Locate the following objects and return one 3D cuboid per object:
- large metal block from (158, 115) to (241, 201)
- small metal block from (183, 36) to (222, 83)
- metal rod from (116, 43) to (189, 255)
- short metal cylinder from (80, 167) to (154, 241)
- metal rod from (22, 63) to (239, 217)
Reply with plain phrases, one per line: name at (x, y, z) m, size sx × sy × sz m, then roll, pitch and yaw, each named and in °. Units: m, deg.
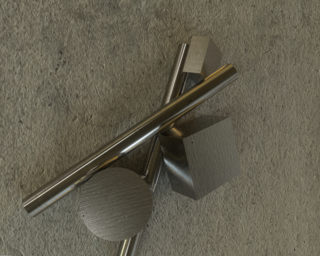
large metal block at (0.053, 0.034, 0.401) m, size 0.081 × 0.050 × 0.080 m, roll -23°, pitch 107°, yaw -31°
small metal block at (0.058, -0.089, 0.419) m, size 0.050 × 0.025 × 0.050 m, roll 25°, pitch 79°, yaw -59°
metal rod at (-0.004, 0.033, 0.408) m, size 0.025 × 0.025 × 0.299 m, roll 18°, pitch 84°, yaw -19°
short metal cylinder at (-0.048, 0.086, 0.366) m, size 0.080 × 0.050 × 0.080 m, roll 0°, pitch 84°, yaw 0°
metal rod at (-0.028, 0.009, 0.382) m, size 0.301 × 0.025 × 0.025 m, roll -34°, pitch 102°, yaw -10°
